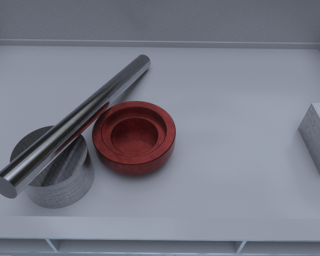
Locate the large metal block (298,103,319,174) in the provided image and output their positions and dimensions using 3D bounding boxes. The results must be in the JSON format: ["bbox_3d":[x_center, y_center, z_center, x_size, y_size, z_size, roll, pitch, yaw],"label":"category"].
[{"bbox_3d":[0.232,0.013,0.381,0.081,0.050,0.080,-3,50,-3],"label":"large metal block"}]

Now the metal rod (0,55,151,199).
[{"bbox_3d":[-0.078,-0.028,0.377,0.025,0.025,0.301,17,36,13],"label":"metal rod"}]

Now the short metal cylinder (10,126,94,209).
[{"bbox_3d":[-0.119,0.043,0.351,0.081,0.050,0.080,0,50,0],"label":"short metal cylinder"}]

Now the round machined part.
[{"bbox_3d":[-0.031,0.016,0.381,0.099,0.042,0.098,0,50,0],"label":"round machined part"}]
